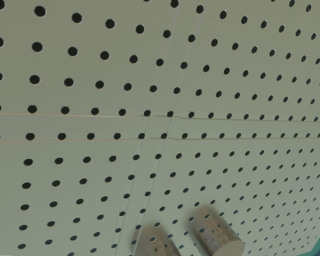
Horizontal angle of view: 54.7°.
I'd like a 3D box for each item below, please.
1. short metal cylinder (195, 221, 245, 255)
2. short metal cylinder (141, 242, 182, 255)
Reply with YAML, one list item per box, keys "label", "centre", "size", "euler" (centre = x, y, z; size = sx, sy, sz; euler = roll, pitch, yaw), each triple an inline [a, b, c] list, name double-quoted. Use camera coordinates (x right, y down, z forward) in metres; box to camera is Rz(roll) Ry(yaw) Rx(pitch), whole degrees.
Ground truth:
- label: "short metal cylinder"
  centre: [0.116, 0.228, 0.600]
  size: [0.081, 0.050, 0.079]
  euler: [-14, 124, -21]
- label: "short metal cylinder"
  centre: [0.006, 0.253, 0.555]
  size: [0.081, 0.050, 0.079]
  euler: [-14, 124, -21]
